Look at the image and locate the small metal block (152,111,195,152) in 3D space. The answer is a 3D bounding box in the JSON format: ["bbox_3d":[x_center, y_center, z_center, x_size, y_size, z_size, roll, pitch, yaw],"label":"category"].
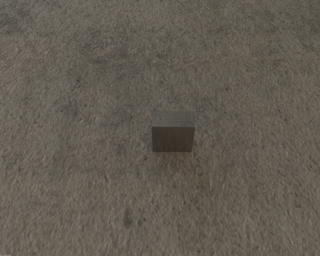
[{"bbox_3d":[0.016,0.005,0.383,0.050,0.050,0.025,0,50,0],"label":"small metal block"}]
